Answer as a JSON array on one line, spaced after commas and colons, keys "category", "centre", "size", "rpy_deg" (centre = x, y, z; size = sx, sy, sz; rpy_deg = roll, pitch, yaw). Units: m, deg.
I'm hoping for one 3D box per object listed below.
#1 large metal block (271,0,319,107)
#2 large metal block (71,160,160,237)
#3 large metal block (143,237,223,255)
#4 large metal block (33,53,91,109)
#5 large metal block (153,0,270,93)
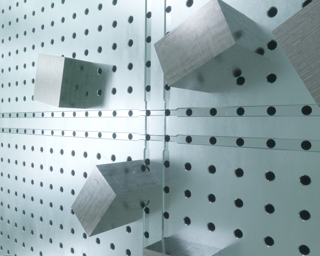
[{"category": "large metal block", "centre": [0.158, -0.071, 0.262], "size": [0.080, 0.050, 0.080], "rpy_deg": [-36, 68, 34]}, {"category": "large metal block", "centre": [-0.060, 0.092, 0.421], "size": [0.050, 0.081, 0.080], "rpy_deg": [48, 118, 29]}, {"category": "large metal block", "centre": [0.028, 0.184, 0.368], "size": [0.080, 0.050, 0.079], "rpy_deg": [-3, 88, 39]}, {"category": "large metal block", "centre": [-0.168, -0.080, 0.529], "size": [0.080, 0.050, 0.079], "rpy_deg": [16, 100, 38]}, {"category": "large metal block", "centre": [0.055, -0.081, 0.327], "size": [0.080, 0.081, 0.050], "rpy_deg": [-29, 72, 36]}]
